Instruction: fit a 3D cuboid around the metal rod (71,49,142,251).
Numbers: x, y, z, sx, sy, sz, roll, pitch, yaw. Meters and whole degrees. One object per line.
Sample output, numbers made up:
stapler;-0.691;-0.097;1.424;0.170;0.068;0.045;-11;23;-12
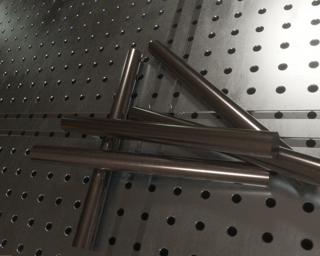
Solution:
metal rod;-0.067;0.012;0.434;0.025;0.025;0.299;-3;60;26

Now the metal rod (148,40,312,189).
metal rod;0.069;-0.038;0.394;0.025;0.025;0.300;-41;51;0

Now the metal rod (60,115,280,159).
metal rod;-0.016;0.005;0.368;0.300;0.025;0.025;5;64;36

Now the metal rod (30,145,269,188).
metal rod;-0.028;0.042;0.371;0.301;0.025;0.025;3;63;20

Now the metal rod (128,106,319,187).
metal rod;0.072;0.016;0.338;0.300;0.025;0.025;18;71;42
